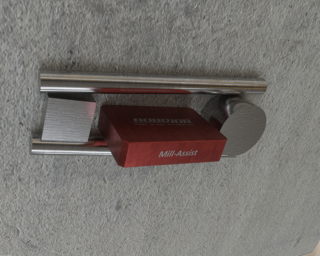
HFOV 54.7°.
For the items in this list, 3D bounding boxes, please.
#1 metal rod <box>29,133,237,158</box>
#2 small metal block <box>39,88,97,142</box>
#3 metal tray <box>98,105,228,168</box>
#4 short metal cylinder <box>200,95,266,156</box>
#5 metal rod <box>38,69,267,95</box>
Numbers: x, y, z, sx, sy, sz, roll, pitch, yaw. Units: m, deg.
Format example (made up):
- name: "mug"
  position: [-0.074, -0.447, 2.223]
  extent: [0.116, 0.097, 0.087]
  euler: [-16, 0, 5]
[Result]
- name: "metal rod"
  position: [-0.012, 0.026, 0.418]
  extent: [0.302, 0.025, 0.025]
  euler: [4, 117, -30]
- name: "small metal block"
  position: [-0.103, -0.013, 0.344]
  extent: [0.050, 0.025, 0.050]
  euler: [4, 116, -31]
- name: "metal tray"
  position: [0.002, 0.006, 0.369]
  extent: [0.131, 0.090, 0.030]
  euler: [0, 118, -28]
- name: "short metal cylinder"
  position: [0.103, -0.007, 0.444]
  extent: [0.081, 0.050, 0.079]
  euler: [-14, 124, -21]
- name: "metal rod"
  position: [0.012, -0.054, 0.382]
  extent: [0.303, 0.025, 0.025]
  euler: [-3, 120, -27]
